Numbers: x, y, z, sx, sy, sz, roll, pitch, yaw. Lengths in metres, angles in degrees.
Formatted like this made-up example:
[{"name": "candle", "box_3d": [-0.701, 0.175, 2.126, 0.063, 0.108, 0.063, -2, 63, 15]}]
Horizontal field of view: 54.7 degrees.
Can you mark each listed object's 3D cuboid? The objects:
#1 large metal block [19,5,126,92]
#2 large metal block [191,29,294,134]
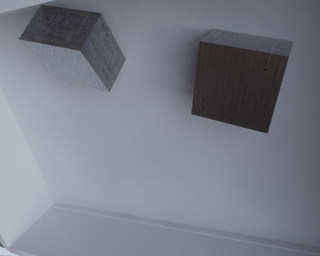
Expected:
[{"name": "large metal block", "box_3d": [-0.098, -0.091, 0.364, 0.080, 0.050, 0.080, 15, 160, 20]}, {"name": "large metal block", "box_3d": [0.082, -0.050, 0.318, 0.080, 0.050, 0.079, 16, 125, 19]}]
